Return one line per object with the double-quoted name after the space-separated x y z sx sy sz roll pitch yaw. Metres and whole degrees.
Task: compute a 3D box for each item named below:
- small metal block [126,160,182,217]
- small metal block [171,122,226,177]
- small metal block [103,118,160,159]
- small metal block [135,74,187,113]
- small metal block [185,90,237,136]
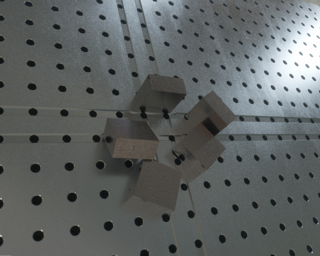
-0.006 0.069 0.363 0.050 0.025 0.050 25 53 -13 "small metal block"
0.053 0.028 0.419 0.050 0.025 0.050 47 51 4 "small metal block"
-0.035 0.012 0.366 0.050 0.025 0.050 5 25 -26 "small metal block"
0.000 -0.045 0.419 0.050 0.050 0.025 4 60 -26 "small metal block"
0.071 -0.016 0.440 0.050 0.050 0.025 49 51 6 "small metal block"
